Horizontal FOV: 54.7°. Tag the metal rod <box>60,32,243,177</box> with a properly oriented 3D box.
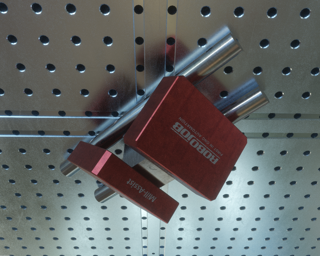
[{"bbox_3d":[-0.028,-0.016,0.398,0.299,0.025,0.025,-35,122,25],"label":"metal rod"}]

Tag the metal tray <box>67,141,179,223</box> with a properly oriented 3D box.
[{"bbox_3d":[-0.047,0.069,0.399,0.130,0.030,0.090,42,162,-30],"label":"metal tray"}]

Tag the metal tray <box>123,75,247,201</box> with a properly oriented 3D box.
[{"bbox_3d":[0.035,0.014,0.352,0.130,0.030,0.090,39,76,-29],"label":"metal tray"}]

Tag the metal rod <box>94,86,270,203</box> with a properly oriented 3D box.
[{"bbox_3d":[0.015,0.035,0.442,0.299,0.025,0.025,-34,123,25],"label":"metal rod"}]

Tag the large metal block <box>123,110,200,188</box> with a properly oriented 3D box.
[{"bbox_3d":[0.000,0.023,0.394,0.080,0.080,0.050,-34,122,25],"label":"large metal block"}]
